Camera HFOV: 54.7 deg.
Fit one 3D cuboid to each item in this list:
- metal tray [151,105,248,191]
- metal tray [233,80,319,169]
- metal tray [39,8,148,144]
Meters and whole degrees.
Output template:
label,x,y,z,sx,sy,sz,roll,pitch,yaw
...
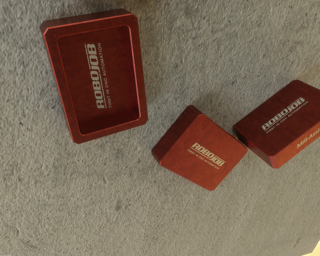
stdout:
label,x,y,z,sx,sy,sz,roll,pitch,yaw
metal tray,0.062,0.034,0.459,0.130,0.030,0.090,32,100,-38
metal tray,0.188,-0.010,0.461,0.130,0.090,0.030,-36,129,-4
metal tray,-0.065,-0.053,0.334,0.091,0.030,0.129,-17,126,-19
